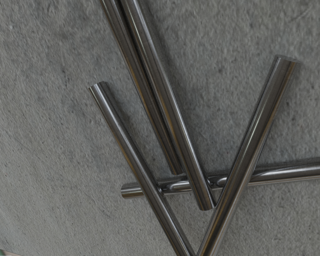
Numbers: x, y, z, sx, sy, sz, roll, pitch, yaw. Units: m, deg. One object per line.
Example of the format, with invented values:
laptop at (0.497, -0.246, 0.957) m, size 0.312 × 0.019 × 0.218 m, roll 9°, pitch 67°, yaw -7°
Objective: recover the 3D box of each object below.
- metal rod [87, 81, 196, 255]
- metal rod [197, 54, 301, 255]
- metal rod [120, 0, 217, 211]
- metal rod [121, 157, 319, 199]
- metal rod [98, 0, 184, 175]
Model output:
metal rod at (-0.018, 0.074, 0.432) m, size 0.025 × 0.025 × 0.299 m, roll -23°, pitch 98°, yaw 36°
metal rod at (0.091, 0.062, 0.365) m, size 0.025 × 0.025 × 0.298 m, roll 22°, pitch 117°, yaw 15°
metal rod at (0.010, -0.036, 0.360) m, size 0.025 × 0.025 × 0.298 m, roll -11°, pitch 108°, yaw 32°
metal rod at (0.068, 0.071, 0.414) m, size 0.300 × 0.025 × 0.025 m, roll -14°, pitch 111°, yaw 33°
metal rod at (-0.026, -0.072, 0.374) m, size 0.025 × 0.025 × 0.299 m, roll -9°, pitch 114°, yaw 32°
